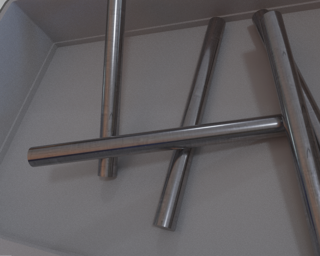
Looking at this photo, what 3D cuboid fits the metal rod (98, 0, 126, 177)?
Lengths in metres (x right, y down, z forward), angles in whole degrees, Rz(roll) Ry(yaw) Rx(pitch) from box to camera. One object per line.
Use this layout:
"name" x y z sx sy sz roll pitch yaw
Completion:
"metal rod" -0.062 -0.086 0.413 0.025 0.025 0.298 1 87 29

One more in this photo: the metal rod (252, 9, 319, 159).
"metal rod" 0.156 -0.030 0.342 0.025 0.025 0.299 -20 54 17

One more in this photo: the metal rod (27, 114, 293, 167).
"metal rod" -0.007 0.016 0.357 0.301 0.025 0.025 -8 57 8

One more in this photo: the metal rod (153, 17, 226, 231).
"metal rod" 0.044 -0.023 0.396 0.025 0.025 0.300 3 63 29

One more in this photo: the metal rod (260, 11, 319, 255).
"metal rod" 0.137 0.007 0.303 0.025 0.025 0.299 -13 64 21
